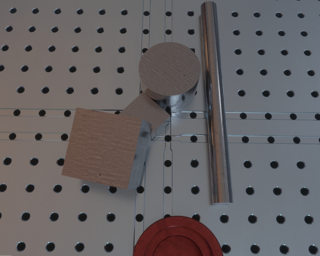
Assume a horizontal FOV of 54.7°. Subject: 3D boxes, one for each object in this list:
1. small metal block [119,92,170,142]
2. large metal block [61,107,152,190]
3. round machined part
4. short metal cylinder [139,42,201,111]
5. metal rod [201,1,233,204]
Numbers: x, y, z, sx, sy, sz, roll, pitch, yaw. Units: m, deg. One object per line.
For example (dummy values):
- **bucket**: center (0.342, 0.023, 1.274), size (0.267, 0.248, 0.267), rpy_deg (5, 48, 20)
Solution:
- **small metal block**: center (-0.022, -0.011, 0.416), size (0.050, 0.025, 0.050), rpy_deg (42, 75, 13)
- **large metal block**: center (-0.061, 0.025, 0.373), size (0.080, 0.050, 0.080), rpy_deg (10, 85, 12)
- **round machined part**: center (0.019, 0.151, 0.348), size (0.099, 0.042, 0.098), rpy_deg (0, 70, -1)
- **short metal cylinder**: center (0.013, -0.069, 0.424), size (0.081, 0.050, 0.080), rpy_deg (0, 70, 0)
- **metal rod**: center (0.076, -0.048, 0.430), size (0.025, 0.025, 0.299), rpy_deg (0, 70, -1)
